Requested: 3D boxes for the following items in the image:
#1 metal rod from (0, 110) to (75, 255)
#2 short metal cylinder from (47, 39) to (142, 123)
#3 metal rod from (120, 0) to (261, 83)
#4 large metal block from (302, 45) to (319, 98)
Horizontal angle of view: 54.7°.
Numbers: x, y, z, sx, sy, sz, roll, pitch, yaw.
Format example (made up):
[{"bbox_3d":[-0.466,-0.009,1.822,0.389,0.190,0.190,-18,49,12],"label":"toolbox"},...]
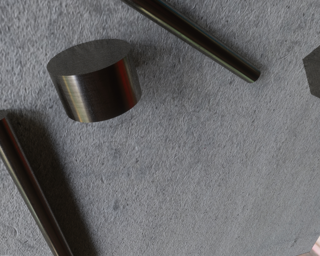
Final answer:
[{"bbox_3d":[-0.148,0.110,0.394,0.025,0.025,0.298,-20,127,-17],"label":"metal rod"},{"bbox_3d":[-0.063,-0.049,0.307,0.081,0.080,0.050,-23,127,-15],"label":"short metal cylinder"},{"bbox_3d":[0.017,-0.118,0.344,0.302,0.025,0.025,21,107,-36],"label":"metal rod"},{"bbox_3d":[0.277,-0.079,0.477,0.050,0.080,0.080,-40,130,-2],"label":"large metal block"}]
